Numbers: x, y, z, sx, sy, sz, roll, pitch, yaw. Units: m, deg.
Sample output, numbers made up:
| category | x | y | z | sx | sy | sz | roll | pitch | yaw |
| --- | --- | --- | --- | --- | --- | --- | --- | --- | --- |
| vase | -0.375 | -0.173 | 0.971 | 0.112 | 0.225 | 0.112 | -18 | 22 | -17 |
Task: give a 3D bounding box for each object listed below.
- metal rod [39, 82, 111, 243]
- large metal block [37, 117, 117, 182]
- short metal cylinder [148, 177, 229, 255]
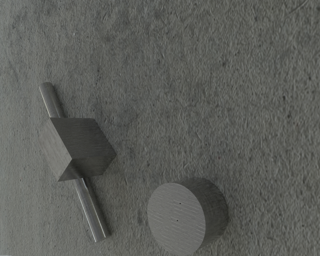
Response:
| category | x | y | z | sx | sy | sz | roll | pitch | yaw |
| --- | --- | --- | --- | --- | --- | --- | --- | --- | --- |
| metal rod | -0.151 | 0.046 | 0.529 | 0.025 | 0.025 | 0.299 | -41 | 65 | 32 |
| large metal block | -0.127 | 0.030 | 0.474 | 0.050 | 0.081 | 0.080 | -52 | 60 | 27 |
| short metal cylinder | 0.032 | 0.101 | 0.362 | 0.080 | 0.050 | 0.079 | 0 | 90 | 40 |
